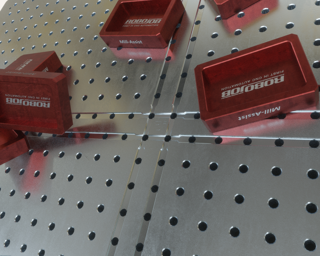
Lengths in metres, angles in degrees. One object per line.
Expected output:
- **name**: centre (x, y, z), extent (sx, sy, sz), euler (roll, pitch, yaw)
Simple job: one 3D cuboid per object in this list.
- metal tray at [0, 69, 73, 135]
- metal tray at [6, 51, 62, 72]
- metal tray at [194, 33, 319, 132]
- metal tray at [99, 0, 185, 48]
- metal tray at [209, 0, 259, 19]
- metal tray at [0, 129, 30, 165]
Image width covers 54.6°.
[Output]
- **metal tray**: centre (-0.206, -0.041, 0.478), extent (0.130, 0.089, 0.030), euler (6, 27, 11)
- **metal tray**: centre (-0.252, -0.093, 0.566), extent (0.090, 0.030, 0.130), euler (0, 41, 25)
- **metal tray**: centre (0.112, -0.054, 0.379), extent (0.130, 0.030, 0.090), euler (-15, 55, 19)
- **metal tray**: centre (-0.033, -0.184, 0.535), extent (0.130, 0.030, 0.090), euler (11, 67, 32)
- **metal tray**: centre (0.113, -0.240, 0.493), extent (0.090, 0.030, 0.130), euler (-27, 52, 11)
- **metal tray**: centre (-0.290, 0.013, 0.515), extent (0.091, 0.030, 0.130), euler (-31, 52, -32)
